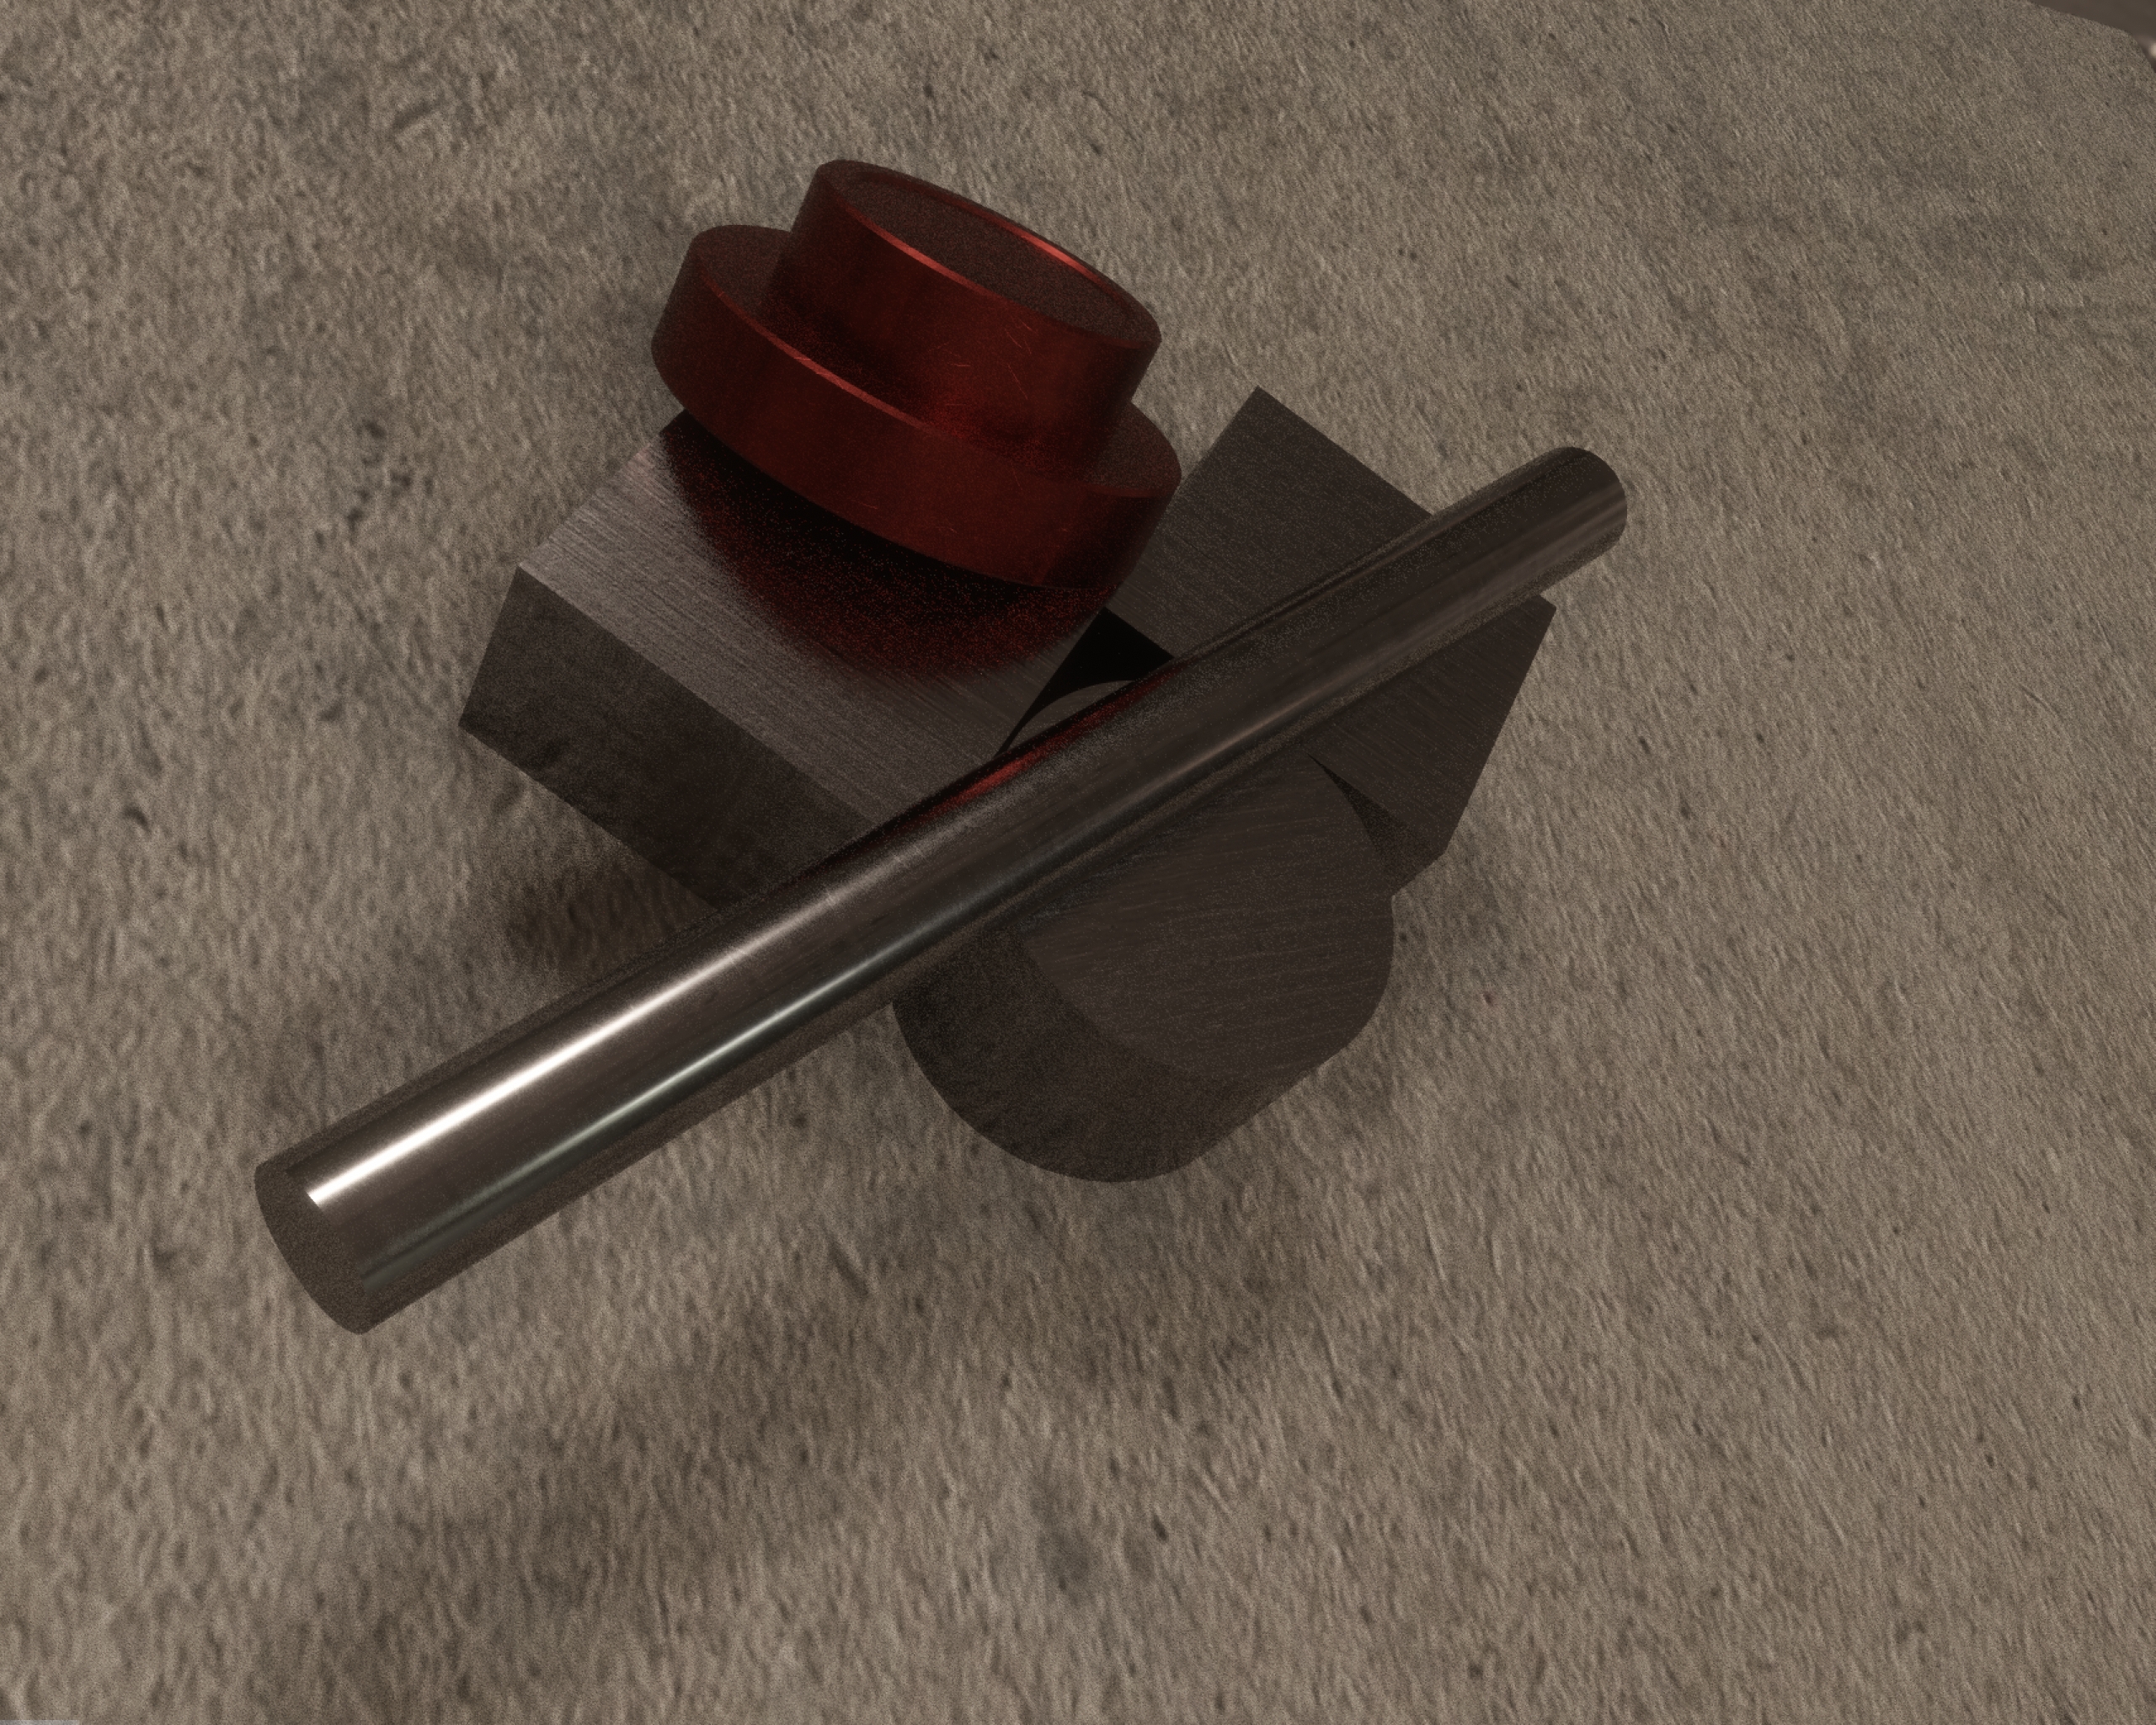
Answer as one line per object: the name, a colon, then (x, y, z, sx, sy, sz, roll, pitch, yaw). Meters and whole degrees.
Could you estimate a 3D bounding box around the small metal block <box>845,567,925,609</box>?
small metal block: (-0.018, -0.068, 0.438, 0.050, 0.025, 0.050, 37, 51, -4)

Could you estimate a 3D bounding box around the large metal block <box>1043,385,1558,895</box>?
large metal block: (0.043, -0.040, 0.439, 0.080, 0.050, 0.080, 36, 51, -5)

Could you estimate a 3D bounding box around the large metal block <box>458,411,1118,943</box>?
large metal block: (-0.052, -0.039, 0.385, 0.080, 0.050, 0.080, 36, 51, -4)

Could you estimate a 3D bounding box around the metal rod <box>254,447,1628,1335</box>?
metal rod: (0.005, -0.014, 0.354, 0.302, 0.025, 0.025, -32, 80, -38)

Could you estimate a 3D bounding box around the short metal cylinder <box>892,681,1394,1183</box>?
short metal cylinder: (0.011, 0.013, 0.388, 0.081, 0.050, 0.080, 14, 56, -21)

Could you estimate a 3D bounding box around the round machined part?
round machined part: (-0.024, -0.094, 0.383, 0.099, 0.042, 0.098, 24, 25, -12)
